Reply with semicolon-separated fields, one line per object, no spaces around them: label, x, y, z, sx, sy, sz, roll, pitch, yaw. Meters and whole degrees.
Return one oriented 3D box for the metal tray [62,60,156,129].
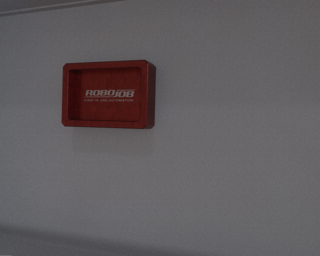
metal tray;-0.073;-0.045;0.432;0.130;0.030;0.089;2;91;19
